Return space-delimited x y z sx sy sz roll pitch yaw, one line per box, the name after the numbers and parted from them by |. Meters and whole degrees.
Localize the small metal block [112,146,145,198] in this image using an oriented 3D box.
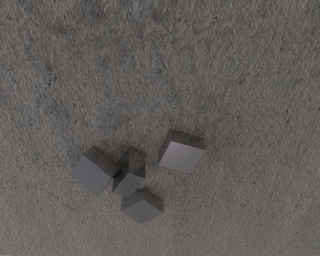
-0.044 0.063 0.444 0.025 0.050 0.050 24 126 -22 | small metal block

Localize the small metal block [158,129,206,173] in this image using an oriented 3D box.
0.030 0.033 0.436 0.050 0.025 0.050 15 129 -13 | small metal block

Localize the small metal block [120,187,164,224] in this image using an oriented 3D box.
-0.029 0.130 0.518 0.050 0.025 0.050 -32 123 24 | small metal block

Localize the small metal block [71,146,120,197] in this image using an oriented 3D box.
-0.093 0.063 0.447 0.050 0.025 0.050 39 125 4 | small metal block
